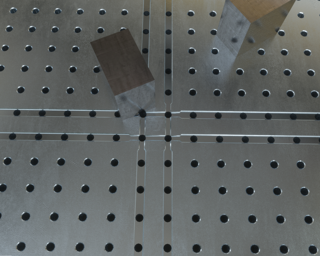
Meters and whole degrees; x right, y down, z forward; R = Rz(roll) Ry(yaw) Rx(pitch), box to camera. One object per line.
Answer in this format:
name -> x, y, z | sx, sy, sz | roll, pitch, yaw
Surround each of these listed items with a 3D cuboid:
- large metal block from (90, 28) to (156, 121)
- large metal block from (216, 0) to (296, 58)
large metal block -> -0.046, -0.067, 0.406 | 0.050, 0.080, 0.080 | -23, 72, -8
large metal block -> 0.134, -0.159, 0.442 | 0.080, 0.080, 0.050 | -32, 74, -11
